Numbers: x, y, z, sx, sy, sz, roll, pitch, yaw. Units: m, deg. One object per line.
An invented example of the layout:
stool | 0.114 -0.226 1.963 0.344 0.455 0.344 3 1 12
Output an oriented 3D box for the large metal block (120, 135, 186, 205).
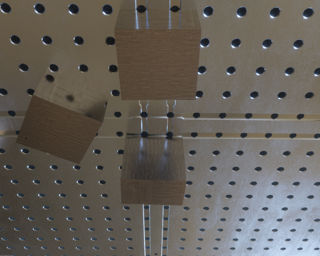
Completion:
large metal block | -0.009 0.056 0.423 0.080 0.080 0.050 2 130 -2

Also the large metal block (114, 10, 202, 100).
large metal block | -0.002 -0.077 0.330 0.080 0.050 0.080 0 130 0

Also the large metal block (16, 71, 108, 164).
large metal block | -0.120 -0.010 0.385 0.080 0.050 0.080 23 126 -19
